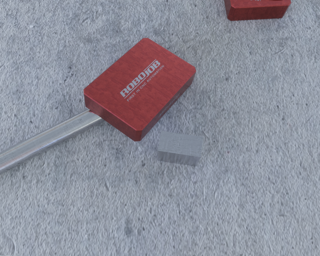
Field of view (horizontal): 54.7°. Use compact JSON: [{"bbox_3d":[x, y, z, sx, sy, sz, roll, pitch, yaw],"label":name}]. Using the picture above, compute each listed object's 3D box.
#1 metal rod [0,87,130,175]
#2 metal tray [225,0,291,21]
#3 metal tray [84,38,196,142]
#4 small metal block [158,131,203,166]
[{"bbox_3d":[-0.142,0.013,0.401,0.302,0.025,0.025,-28,73,-10],"label":"metal rod"},{"bbox_3d":[0.146,-0.235,0.493,0.091,0.030,0.129,-4,70,-2],"label":"metal tray"},{"bbox_3d":[-0.024,-0.055,0.411,0.090,0.030,0.130,35,61,11],"label":"metal tray"},{"bbox_3d":[0.024,0.027,0.385,0.050,0.050,0.025,8,71,3],"label":"small metal block"}]
